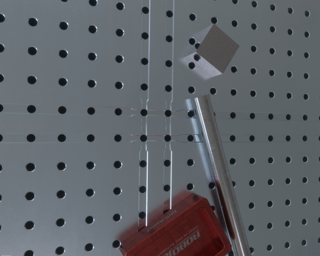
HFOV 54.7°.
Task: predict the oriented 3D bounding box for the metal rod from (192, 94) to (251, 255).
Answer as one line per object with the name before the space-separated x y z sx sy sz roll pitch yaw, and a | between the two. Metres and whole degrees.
metal rod | 0.097 0.098 0.448 0.025 0.025 0.298 -18 96 -19

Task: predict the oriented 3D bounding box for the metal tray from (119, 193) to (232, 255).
metal tray | 0.024 0.162 0.419 0.131 0.030 0.090 -31 100 -18

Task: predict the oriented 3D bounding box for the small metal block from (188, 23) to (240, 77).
small metal block | 0.077 -0.110 0.441 0.050 0.025 0.050 35 79 -17
